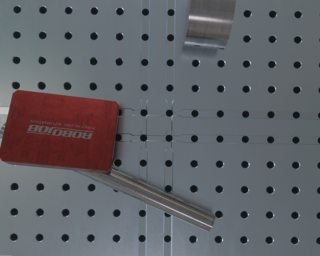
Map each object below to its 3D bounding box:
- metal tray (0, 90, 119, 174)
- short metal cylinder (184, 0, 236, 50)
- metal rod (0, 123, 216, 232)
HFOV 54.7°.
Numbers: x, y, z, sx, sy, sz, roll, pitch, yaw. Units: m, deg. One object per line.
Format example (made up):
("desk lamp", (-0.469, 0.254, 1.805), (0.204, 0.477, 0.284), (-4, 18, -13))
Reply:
("metal tray", (-0.122, 0.006, 0.392), (0.131, 0.030, 0.090), (6, 74, -6))
("short metal cylinder", (0.060, -0.141, 0.386), (0.050, 0.080, 0.080), (6, 90, 0))
("metal rod", (-0.068, 0.064, 0.412), (0.301, 0.025, 0.025), (24, 90, 0))
